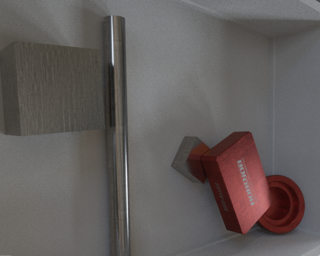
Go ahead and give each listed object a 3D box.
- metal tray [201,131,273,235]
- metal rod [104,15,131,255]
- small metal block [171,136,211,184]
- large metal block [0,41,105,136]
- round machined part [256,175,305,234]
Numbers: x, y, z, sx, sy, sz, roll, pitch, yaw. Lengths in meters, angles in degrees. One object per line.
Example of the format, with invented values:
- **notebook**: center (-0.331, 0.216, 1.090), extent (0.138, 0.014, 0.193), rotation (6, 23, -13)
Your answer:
- **metal tray**: center (0.120, 0.081, 0.470), extent (0.091, 0.030, 0.129), rotation (-31, 106, -35)
- **metal rod**: center (-0.050, 0.021, 0.366), extent (0.025, 0.025, 0.298), rotation (-2, 92, -40)
- **small metal block**: center (0.050, 0.047, 0.451), extent (0.050, 0.025, 0.050), rotation (41, 65, -33)
- **large metal block**: center (-0.105, -0.036, 0.304), extent (0.081, 0.050, 0.079), rotation (-6, 94, -40)
- **round machined part**: center (0.200, 0.133, 0.549), extent (0.099, 0.042, 0.098), rotation (2, 79, -11)
